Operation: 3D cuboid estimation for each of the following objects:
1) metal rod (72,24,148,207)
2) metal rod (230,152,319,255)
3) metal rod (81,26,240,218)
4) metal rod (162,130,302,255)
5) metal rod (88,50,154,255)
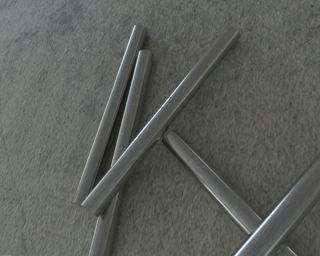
[{"bbox_3d":[-0.066,-0.033,0.457,0.025,0.025,0.300,0,62,28],"label":"metal rod"},{"bbox_3d":[0.119,0.068,0.273,0.301,0.025,0.025,-43,51,-13],"label":"metal rod"},{"bbox_3d":[0.011,-0.019,0.391,0.025,0.025,0.300,27,70,37],"label":"metal rod"},{"bbox_3d":[0.093,0.097,0.294,0.025,0.025,0.300,-42,51,-1],"label":"metal rod"},{"bbox_3d":[-0.046,0.018,0.415,0.025,0.025,0.299,-4,60,26],"label":"metal rod"}]
